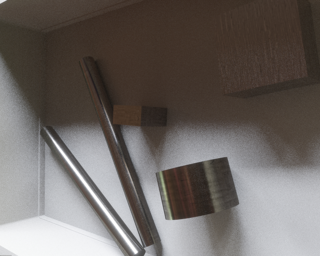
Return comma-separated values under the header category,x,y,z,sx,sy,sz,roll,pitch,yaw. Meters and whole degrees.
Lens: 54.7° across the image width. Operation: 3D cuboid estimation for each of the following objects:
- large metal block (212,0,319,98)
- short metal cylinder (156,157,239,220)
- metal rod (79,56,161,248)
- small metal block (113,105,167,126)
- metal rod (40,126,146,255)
category,x,y,z,sx,sy,sz,roll,pitch,yaw
large metal block,0.104,-0.077,0.304,0.080,0.050,0.080,-10,84,39
short metal cylinder,0.040,0.065,0.337,0.080,0.081,0.050,-20,77,38
metal rod,-0.065,0.023,0.457,0.025,0.025,0.299,-35,69,34
small metal block,-0.026,-0.016,0.410,0.050,0.050,0.025,5,94,39
metal rod,-0.120,0.087,0.490,0.300,0.025,0.025,42,115,36
